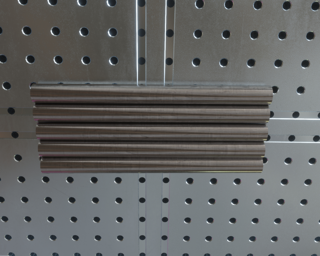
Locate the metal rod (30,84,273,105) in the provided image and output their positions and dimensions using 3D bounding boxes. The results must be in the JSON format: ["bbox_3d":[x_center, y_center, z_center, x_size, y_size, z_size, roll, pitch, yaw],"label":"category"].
[{"bbox_3d":[-0.009,-0.043,0.397,0.302,0.025,0.025,0,110,-1],"label":"metal rod"}]

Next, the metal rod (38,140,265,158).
[{"bbox_3d":[-0.010,0.028,0.423,0.302,0.025,0.025,0,110,-1],"label":"metal rod"}]

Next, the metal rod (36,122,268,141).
[{"bbox_3d":[-0.010,0.005,0.415,0.302,0.025,0.025,0,110,-1],"label":"metal rod"}]

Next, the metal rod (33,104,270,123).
[{"bbox_3d":[-0.010,-0.020,0.406,0.302,0.025,0.025,0,110,-1],"label":"metal rod"}]

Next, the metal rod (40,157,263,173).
[{"bbox_3d":[-0.010,0.050,0.432,0.302,0.025,0.025,0,110,-1],"label":"metal rod"}]
